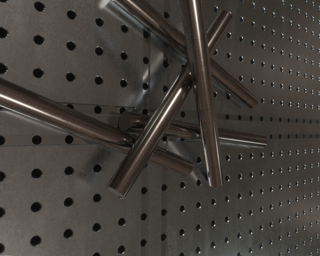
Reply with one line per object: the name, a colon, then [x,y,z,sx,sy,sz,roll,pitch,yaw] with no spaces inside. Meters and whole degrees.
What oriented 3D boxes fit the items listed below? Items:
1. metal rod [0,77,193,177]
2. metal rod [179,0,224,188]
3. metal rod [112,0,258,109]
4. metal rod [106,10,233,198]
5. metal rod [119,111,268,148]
metal rod: [-0.070,0.005,0.351,0.301,0.025,0.025,26,74,-37]
metal rod: [0.059,-0.035,0.403,0.025,0.025,0.298,-40,132,-33]
metal rod: [0.057,-0.104,0.458,0.301,0.025,0.025,29,72,-37]
metal rod: [0.024,-0.047,0.397,0.025,0.025,0.300,47,62,-30]
metal rod: [0.072,0.008,0.471,0.302,0.025,0.025,8,85,-40]
